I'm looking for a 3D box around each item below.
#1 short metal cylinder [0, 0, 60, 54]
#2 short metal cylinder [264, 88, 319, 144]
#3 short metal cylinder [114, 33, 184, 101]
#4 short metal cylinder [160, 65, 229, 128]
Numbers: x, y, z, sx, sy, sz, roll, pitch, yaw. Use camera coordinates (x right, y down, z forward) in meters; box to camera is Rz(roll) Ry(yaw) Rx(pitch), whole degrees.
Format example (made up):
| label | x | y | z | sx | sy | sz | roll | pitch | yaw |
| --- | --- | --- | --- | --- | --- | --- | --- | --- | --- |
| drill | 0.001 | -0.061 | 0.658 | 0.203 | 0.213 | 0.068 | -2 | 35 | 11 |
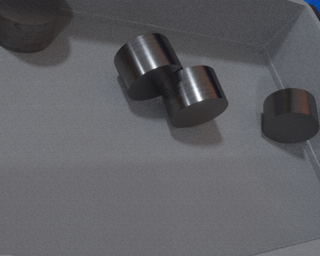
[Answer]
| label | x | y | z | sx | sy | sz | roll | pitch | yaw |
| --- | --- | --- | --- | --- | --- | --- | --- | --- | --- |
| short metal cylinder | -0.171 | -0.140 | 0.384 | 0.081 | 0.050 | 0.080 | 14 | 56 | -21 |
| short metal cylinder | 0.208 | -0.018 | 0.497 | 0.080 | 0.080 | 0.050 | 23 | 53 | -15 |
| short metal cylinder | -0.014 | -0.079 | 0.413 | 0.081 | 0.080 | 0.050 | -12 | 68 | -33 |
| short metal cylinder | 0.046 | -0.041 | 0.422 | 0.081 | 0.080 | 0.050 | -4 | 64 | -31 |
